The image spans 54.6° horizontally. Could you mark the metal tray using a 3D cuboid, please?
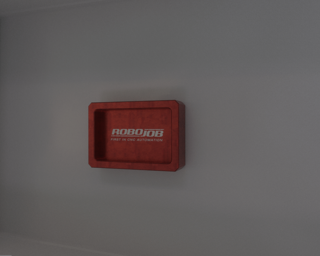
[{"bbox_3d":[-0.033,0.010,0.419,0.130,0.030,0.090,0,90,20],"label":"metal tray"}]
